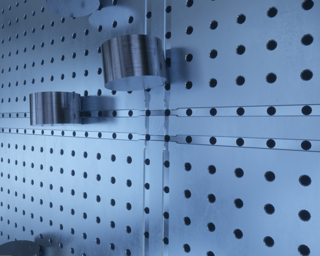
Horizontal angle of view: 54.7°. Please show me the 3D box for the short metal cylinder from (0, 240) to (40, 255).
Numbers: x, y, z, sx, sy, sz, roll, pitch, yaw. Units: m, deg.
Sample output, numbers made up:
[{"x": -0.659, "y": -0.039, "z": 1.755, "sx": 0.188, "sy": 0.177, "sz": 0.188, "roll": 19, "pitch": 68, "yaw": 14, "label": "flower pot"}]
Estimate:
[{"x": -0.276, "y": 0.259, "z": 0.598, "sx": 0.080, "sy": 0.081, "sz": 0.050, "roll": 10, "pitch": 96, "yaw": 39, "label": "short metal cylinder"}]

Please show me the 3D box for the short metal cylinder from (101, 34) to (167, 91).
[{"x": -0.033, "y": -0.081, "z": 0.399, "sx": 0.080, "sy": 0.081, "sz": 0.050, "roll": -10, "pitch": 84, "yaw": 39, "label": "short metal cylinder"}]

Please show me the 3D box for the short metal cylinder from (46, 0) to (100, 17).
[{"x": -0.138, "y": -0.217, "z": 0.485, "sx": 0.080, "sy": 0.081, "sz": 0.050, "roll": -14, "pitch": 81, "yaw": 39, "label": "short metal cylinder"}]

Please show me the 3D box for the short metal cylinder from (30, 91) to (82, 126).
[{"x": -0.172, "y": -0.030, "z": 0.512, "sx": 0.080, "sy": 0.081, "sz": 0.050, "roll": -4, "pitch": 88, "yaw": 39, "label": "short metal cylinder"}]
